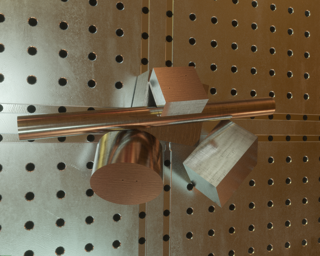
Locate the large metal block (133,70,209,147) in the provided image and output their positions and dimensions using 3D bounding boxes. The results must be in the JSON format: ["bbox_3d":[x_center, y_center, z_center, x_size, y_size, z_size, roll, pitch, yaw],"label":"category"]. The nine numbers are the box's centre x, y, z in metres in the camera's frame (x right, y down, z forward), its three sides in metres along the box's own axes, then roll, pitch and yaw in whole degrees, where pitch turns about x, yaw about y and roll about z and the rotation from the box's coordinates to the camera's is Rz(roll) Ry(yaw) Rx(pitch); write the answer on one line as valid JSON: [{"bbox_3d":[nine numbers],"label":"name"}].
[{"bbox_3d":[0.009,-0.023,0.399,0.081,0.050,0.080,11,86,-20],"label":"large metal block"}]

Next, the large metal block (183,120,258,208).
[{"bbox_3d":[0.082,0.046,0.403,0.080,0.050,0.080,-47,148,-14],"label":"large metal block"}]

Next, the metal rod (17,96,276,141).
[{"bbox_3d":[0.002,-0.014,0.357,0.303,0.025,0.025,-6,92,-20],"label":"metal rod"}]

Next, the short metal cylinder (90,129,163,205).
[{"bbox_3d":[-0.037,0.046,0.360,0.080,0.080,0.050,21,41,-19],"label":"short metal cylinder"}]

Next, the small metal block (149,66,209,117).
[{"bbox_3d":[0.020,-0.042,0.350,0.050,0.025,0.050,-6,57,-20],"label":"small metal block"}]
